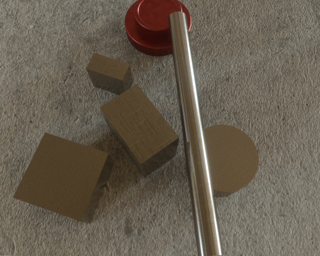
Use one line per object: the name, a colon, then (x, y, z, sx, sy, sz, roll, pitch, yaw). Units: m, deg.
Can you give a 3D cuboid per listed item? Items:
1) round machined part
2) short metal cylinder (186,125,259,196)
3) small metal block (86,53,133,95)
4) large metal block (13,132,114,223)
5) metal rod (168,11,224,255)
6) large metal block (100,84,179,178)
round machined part: (-0.003, -0.159, 0.457, 0.099, 0.042, 0.098, 0, 70, -1)
short metal cylinder: (0.074, 0.042, 0.381, 0.081, 0.050, 0.080, 0, 70, 0)
small metal block: (-0.067, -0.071, 0.420, 0.050, 0.050, 0.025, 19, 71, 6)
large metal block: (-0.110, 0.061, 0.371, 0.080, 0.050, 0.080, 18, 71, 6)
metal rod: (0.037, -0.012, 0.361, 0.025, 0.025, 0.299, -5, 67, -2)
large metal block: (-0.023, 0.007, 0.376, 0.050, 0.080, 0.080, -35, 74, -12)
